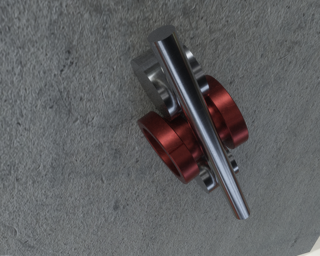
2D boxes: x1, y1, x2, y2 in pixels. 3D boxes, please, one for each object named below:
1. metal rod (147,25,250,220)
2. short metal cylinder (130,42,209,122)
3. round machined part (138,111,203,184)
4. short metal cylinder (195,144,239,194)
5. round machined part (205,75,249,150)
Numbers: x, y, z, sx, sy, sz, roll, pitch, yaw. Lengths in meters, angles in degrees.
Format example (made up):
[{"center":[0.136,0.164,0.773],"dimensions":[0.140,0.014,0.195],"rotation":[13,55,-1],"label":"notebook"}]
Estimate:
[{"center":[0.059,0.021,0.352],"dimensions":[0.025,0.025,0.299],"rotation":[-35,129,-6],"label":"metal rod"},{"center":[0.010,-0.054,0.346],"dimensions":[0.050,0.080,0.080],"rotation":[-34,129,-6],"label":"short metal cylinder"},{"center":[0.018,0.018,0.382],"dimensions":[0.042,0.098,0.098],"rotation":[-37,130,-9],"label":"round machined part"},{"center":[0.066,0.046,0.439],"dimensions":[0.050,0.080,0.080],"rotation":[-34,129,-6],"label":"short metal cylinder"},{"center":[0.064,-0.014,0.390],"dimensions":[0.042,0.098,0.098],"rotation":[-31,129,-3],"label":"round machined part"}]
